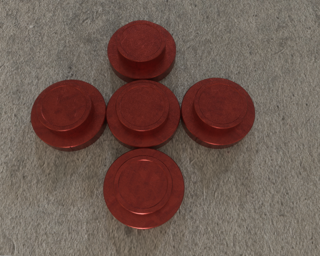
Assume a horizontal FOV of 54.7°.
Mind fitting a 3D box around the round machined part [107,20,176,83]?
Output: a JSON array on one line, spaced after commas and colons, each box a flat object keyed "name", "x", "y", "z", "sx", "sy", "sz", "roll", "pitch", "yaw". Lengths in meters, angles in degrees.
[{"name": "round machined part", "x": -0.026, "y": -0.113, "z": 0.442, "sx": 0.099, "sy": 0.042, "sz": 0.098, "roll": 0, "pitch": 70, "yaw": -1}]

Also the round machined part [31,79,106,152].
[{"name": "round machined part", "x": -0.120, "y": -0.021, "z": 0.407, "sx": 0.099, "sy": 0.042, "sz": 0.098, "roll": 0, "pitch": 70, "yaw": -1}]

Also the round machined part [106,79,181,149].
[{"name": "round machined part", "x": -0.022, "y": -0.021, "z": 0.408, "sx": 0.099, "sy": 0.042, "sz": 0.098, "roll": 0, "pitch": 70, "yaw": -1}]

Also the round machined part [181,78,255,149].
[{"name": "round machined part", "x": 0.077, "y": -0.024, "z": 0.410, "sx": 0.099, "sy": 0.042, "sz": 0.098, "roll": 0, "pitch": 70, "yaw": -1}]

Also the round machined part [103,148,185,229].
[{"name": "round machined part", "x": -0.019, "y": 0.071, "z": 0.374, "sx": 0.099, "sy": 0.042, "sz": 0.098, "roll": 0, "pitch": 70, "yaw": -1}]
